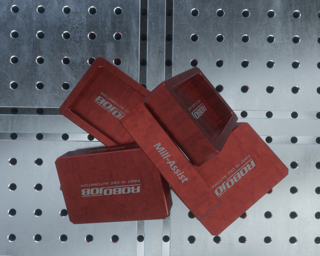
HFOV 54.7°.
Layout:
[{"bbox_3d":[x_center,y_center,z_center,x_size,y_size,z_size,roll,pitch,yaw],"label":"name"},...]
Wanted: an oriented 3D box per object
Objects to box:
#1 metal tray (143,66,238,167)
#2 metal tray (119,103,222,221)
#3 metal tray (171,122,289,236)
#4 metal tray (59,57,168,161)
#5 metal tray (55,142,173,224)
[{"bbox_3d":[0.043,-0.021,0.362,0.030,0.131,0.090,-38,90,28],"label":"metal tray"},{"bbox_3d":[0.011,0.034,0.350,0.030,0.090,0.130,-38,91,0],"label":"metal tray"},{"bbox_3d":[0.090,0.065,0.411,0.130,0.030,0.090,-41,91,-1],"label":"metal tray"},{"bbox_3d":[-0.052,-0.020,0.410,0.130,0.030,0.090,36,90,-1],"label":"metal tray"},{"bbox_3d":[-0.057,0.069,0.386,0.130,0.030,0.089,-8,101,14],"label":"metal tray"}]
